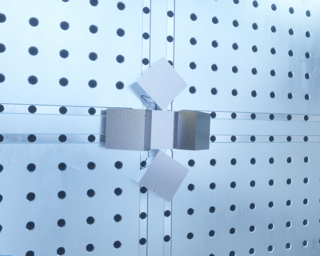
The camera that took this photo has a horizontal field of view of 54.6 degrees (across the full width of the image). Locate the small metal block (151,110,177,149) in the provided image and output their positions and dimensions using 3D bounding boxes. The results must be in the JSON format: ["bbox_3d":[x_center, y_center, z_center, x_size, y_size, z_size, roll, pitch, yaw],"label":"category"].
[{"bbox_3d":[0.001,0.002,0.412,0.050,0.025,0.050,1,89,-20],"label":"small metal block"}]

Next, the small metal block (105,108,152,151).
[{"bbox_3d":[-0.039,0.002,0.385,0.050,0.025,0.050,2,90,16],"label":"small metal block"}]

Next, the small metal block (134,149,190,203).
[{"bbox_3d":[0.002,0.062,0.413,0.050,0.025,0.050,36,79,-15],"label":"small metal block"}]

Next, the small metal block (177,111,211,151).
[{"bbox_3d":[0.046,0.004,0.415,0.050,0.025,0.050,4,88,-60],"label":"small metal block"}]

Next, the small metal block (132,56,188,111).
[{"bbox_3d":[0.000,-0.057,0.412,0.050,0.025,0.050,-46,104,-15],"label":"small metal block"}]
